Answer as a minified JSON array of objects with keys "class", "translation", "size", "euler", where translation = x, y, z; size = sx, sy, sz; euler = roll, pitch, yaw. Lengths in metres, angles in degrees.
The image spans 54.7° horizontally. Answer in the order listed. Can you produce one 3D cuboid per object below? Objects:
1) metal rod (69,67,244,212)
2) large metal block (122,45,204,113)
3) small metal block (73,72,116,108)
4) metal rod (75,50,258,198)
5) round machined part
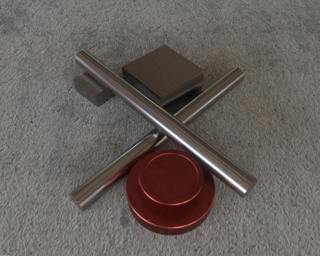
[{"class":"metal rod","translation":[0.014,0.000,0.407],"size":[0.025,0.025,0.302],"euler":[37,59,26]},{"class":"large metal block","translation":[0.004,-0.066,0.445],"size":[0.080,0.050,0.080],"euler":[-34,58,-26]},{"class":"small metal block","translation":[-0.090,-0.063,0.458],"size":[0.050,0.025,0.050],"euler":[35,58,25]},{"class":"metal rod","translation":[-0.011,-0.020,0.389],"size":[0.025,0.025,0.300],"euler":[-36,59,-27]},{"class":"round machined part","translation":[0.012,0.062,0.341],"size":[0.099,0.042,0.098],"euler":[0,50,0]}]
